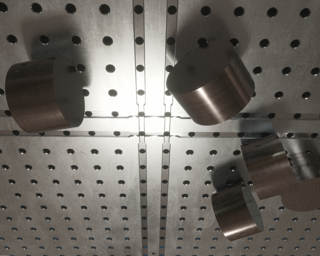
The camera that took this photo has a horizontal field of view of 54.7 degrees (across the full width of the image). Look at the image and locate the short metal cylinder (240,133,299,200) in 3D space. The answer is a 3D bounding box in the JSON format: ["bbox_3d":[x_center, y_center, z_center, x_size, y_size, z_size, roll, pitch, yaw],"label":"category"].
[{"bbox_3d":[0.148,0.053,0.423,0.050,0.080,0.080,-21,127,16],"label":"short metal cylinder"}]

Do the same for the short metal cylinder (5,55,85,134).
[{"bbox_3d":[-0.123,-0.036,0.343,0.050,0.080,0.080,-9,130,7],"label":"short metal cylinder"}]

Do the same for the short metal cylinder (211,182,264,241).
[{"bbox_3d":[0.123,0.131,0.489,0.050,0.080,0.080,-26,126,20],"label":"short metal cylinder"}]

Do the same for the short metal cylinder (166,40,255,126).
[{"bbox_3d":[0.054,-0.049,0.335,0.080,0.080,0.050,-28,125,21],"label":"short metal cylinder"}]

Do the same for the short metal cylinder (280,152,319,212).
[{"bbox_3d":[0.218,0.082,0.469,0.081,0.050,0.079,0,130,0],"label":"short metal cylinder"}]
